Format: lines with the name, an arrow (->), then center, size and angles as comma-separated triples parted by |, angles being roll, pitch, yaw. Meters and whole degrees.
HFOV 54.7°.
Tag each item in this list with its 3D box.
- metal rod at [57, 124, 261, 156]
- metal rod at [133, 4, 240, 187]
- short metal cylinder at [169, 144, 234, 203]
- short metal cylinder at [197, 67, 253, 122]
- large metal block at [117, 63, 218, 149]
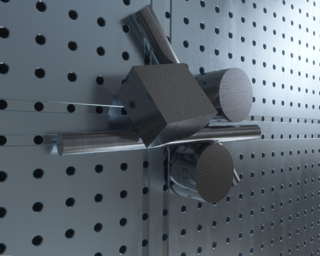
metal rod -> 0.023, 0.011, 0.402 | 0.303, 0.025, 0.025 | -2, 92, -34
metal rod -> 0.047, -0.030, 0.445 | 0.025, 0.025, 0.299 | -46, 118, -30
short metal cylinder -> 0.059, 0.061, 0.438 | 0.081, 0.050, 0.079 | 0, 90, -40
short metal cylinder -> 0.096, -0.048, 0.469 | 0.081, 0.050, 0.079 | 0, 90, -40
large metal block -> 0.008, -0.030, 0.372 | 0.081, 0.050, 0.080 | -13, 64, -39
